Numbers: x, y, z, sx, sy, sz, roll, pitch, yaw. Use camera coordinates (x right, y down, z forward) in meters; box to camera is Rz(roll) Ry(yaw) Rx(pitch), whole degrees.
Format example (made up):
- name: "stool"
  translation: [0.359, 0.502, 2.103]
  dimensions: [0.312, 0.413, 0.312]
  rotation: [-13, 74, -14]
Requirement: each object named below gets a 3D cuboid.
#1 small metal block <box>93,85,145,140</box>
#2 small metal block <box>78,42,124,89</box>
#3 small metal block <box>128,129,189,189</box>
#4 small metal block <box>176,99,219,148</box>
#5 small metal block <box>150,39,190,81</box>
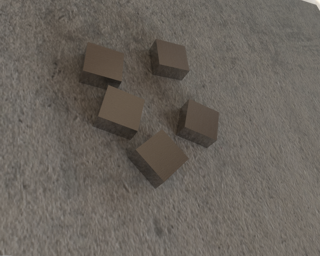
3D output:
- name: "small metal block"
  translation: [-0.051, -0.019, 0.389]
  dimensions: [0.050, 0.025, 0.050]
  rotation: [21, 54, -16]
- name: "small metal block"
  translation: [-0.077, -0.081, 0.413]
  dimensions: [0.050, 0.025, 0.050]
  rotation: [13, 56, -21]
- name: "small metal block"
  translation: [-0.001, 0.037, 0.382]
  dimensions: [0.050, 0.025, 0.050]
  rotation: [48, 51, 5]
- name: "small metal block"
  translation: [0.054, -0.006, 0.439]
  dimensions: [0.050, 0.025, 0.050]
  rotation: [23, 53, -15]
- name: "small metal block"
  translation: [0.014, -0.105, 0.477]
  dimensions: [0.050, 0.025, 0.050]
  rotation: [7, 59, -25]
